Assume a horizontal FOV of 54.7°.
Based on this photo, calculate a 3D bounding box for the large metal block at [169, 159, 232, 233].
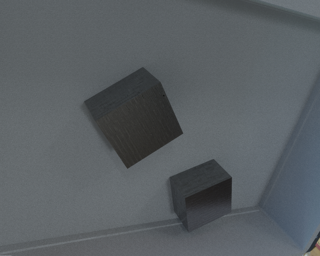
[{"bbox_3d":[0.066,0.107,0.495,0.081,0.050,0.079,-20,126,-17],"label":"large metal block"}]

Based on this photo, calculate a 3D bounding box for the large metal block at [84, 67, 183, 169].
[{"bbox_3d":[-0.030,-0.012,0.369,0.080,0.050,0.080,-32,129,-7],"label":"large metal block"}]
